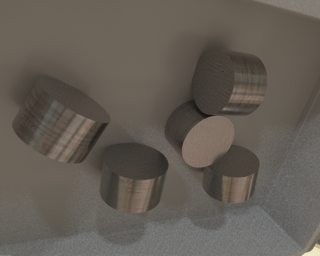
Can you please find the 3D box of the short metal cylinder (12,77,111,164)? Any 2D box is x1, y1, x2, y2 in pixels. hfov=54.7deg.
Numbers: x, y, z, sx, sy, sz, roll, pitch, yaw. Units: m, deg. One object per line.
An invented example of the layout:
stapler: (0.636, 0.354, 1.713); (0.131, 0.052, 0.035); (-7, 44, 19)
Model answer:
short metal cylinder: (-0.098, -0.009, 0.314); (0.080, 0.080, 0.050); (26, 104, -37)

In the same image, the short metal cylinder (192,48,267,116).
short metal cylinder: (0.084, -0.055, 0.385); (0.050, 0.080, 0.079); (1, 118, -29)

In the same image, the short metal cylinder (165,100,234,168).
short metal cylinder: (0.054, 0.007, 0.426); (0.081, 0.050, 0.079); (-14, 124, -21)

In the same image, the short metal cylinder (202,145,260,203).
short metal cylinder: (0.107, 0.068, 0.473); (0.081, 0.080, 0.050); (-14, 124, -21)

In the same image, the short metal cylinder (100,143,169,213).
short metal cylinder: (-0.033, 0.061, 0.392); (0.081, 0.080, 0.050); (-3, 120, -27)
